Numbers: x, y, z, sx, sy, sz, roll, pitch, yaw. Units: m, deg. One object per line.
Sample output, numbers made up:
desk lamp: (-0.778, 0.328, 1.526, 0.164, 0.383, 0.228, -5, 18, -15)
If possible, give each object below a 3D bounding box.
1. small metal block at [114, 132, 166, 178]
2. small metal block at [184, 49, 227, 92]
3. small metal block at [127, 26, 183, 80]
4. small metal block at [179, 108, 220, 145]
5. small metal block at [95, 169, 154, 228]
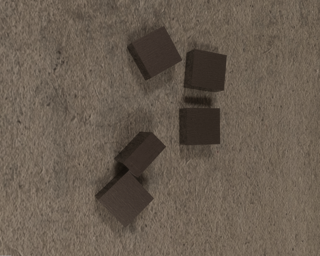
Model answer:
small metal block: (-0.026, 0.031, 0.387, 0.025, 0.050, 0.050, 47, 75, -15)
small metal block: (0.063, -0.079, 0.434, 0.050, 0.025, 0.050, 6, 88, -20)
small metal block: (-0.007, -0.098, 0.407, 0.050, 0.025, 0.050, -33, 101, -17)
small metal block: (0.055, -0.002, 0.431, 0.050, 0.025, 0.050, -1, 90, -21)
small metal block: (-0.045, 0.088, 0.393, 0.050, 0.025, 0.050, -44, 104, -15)
